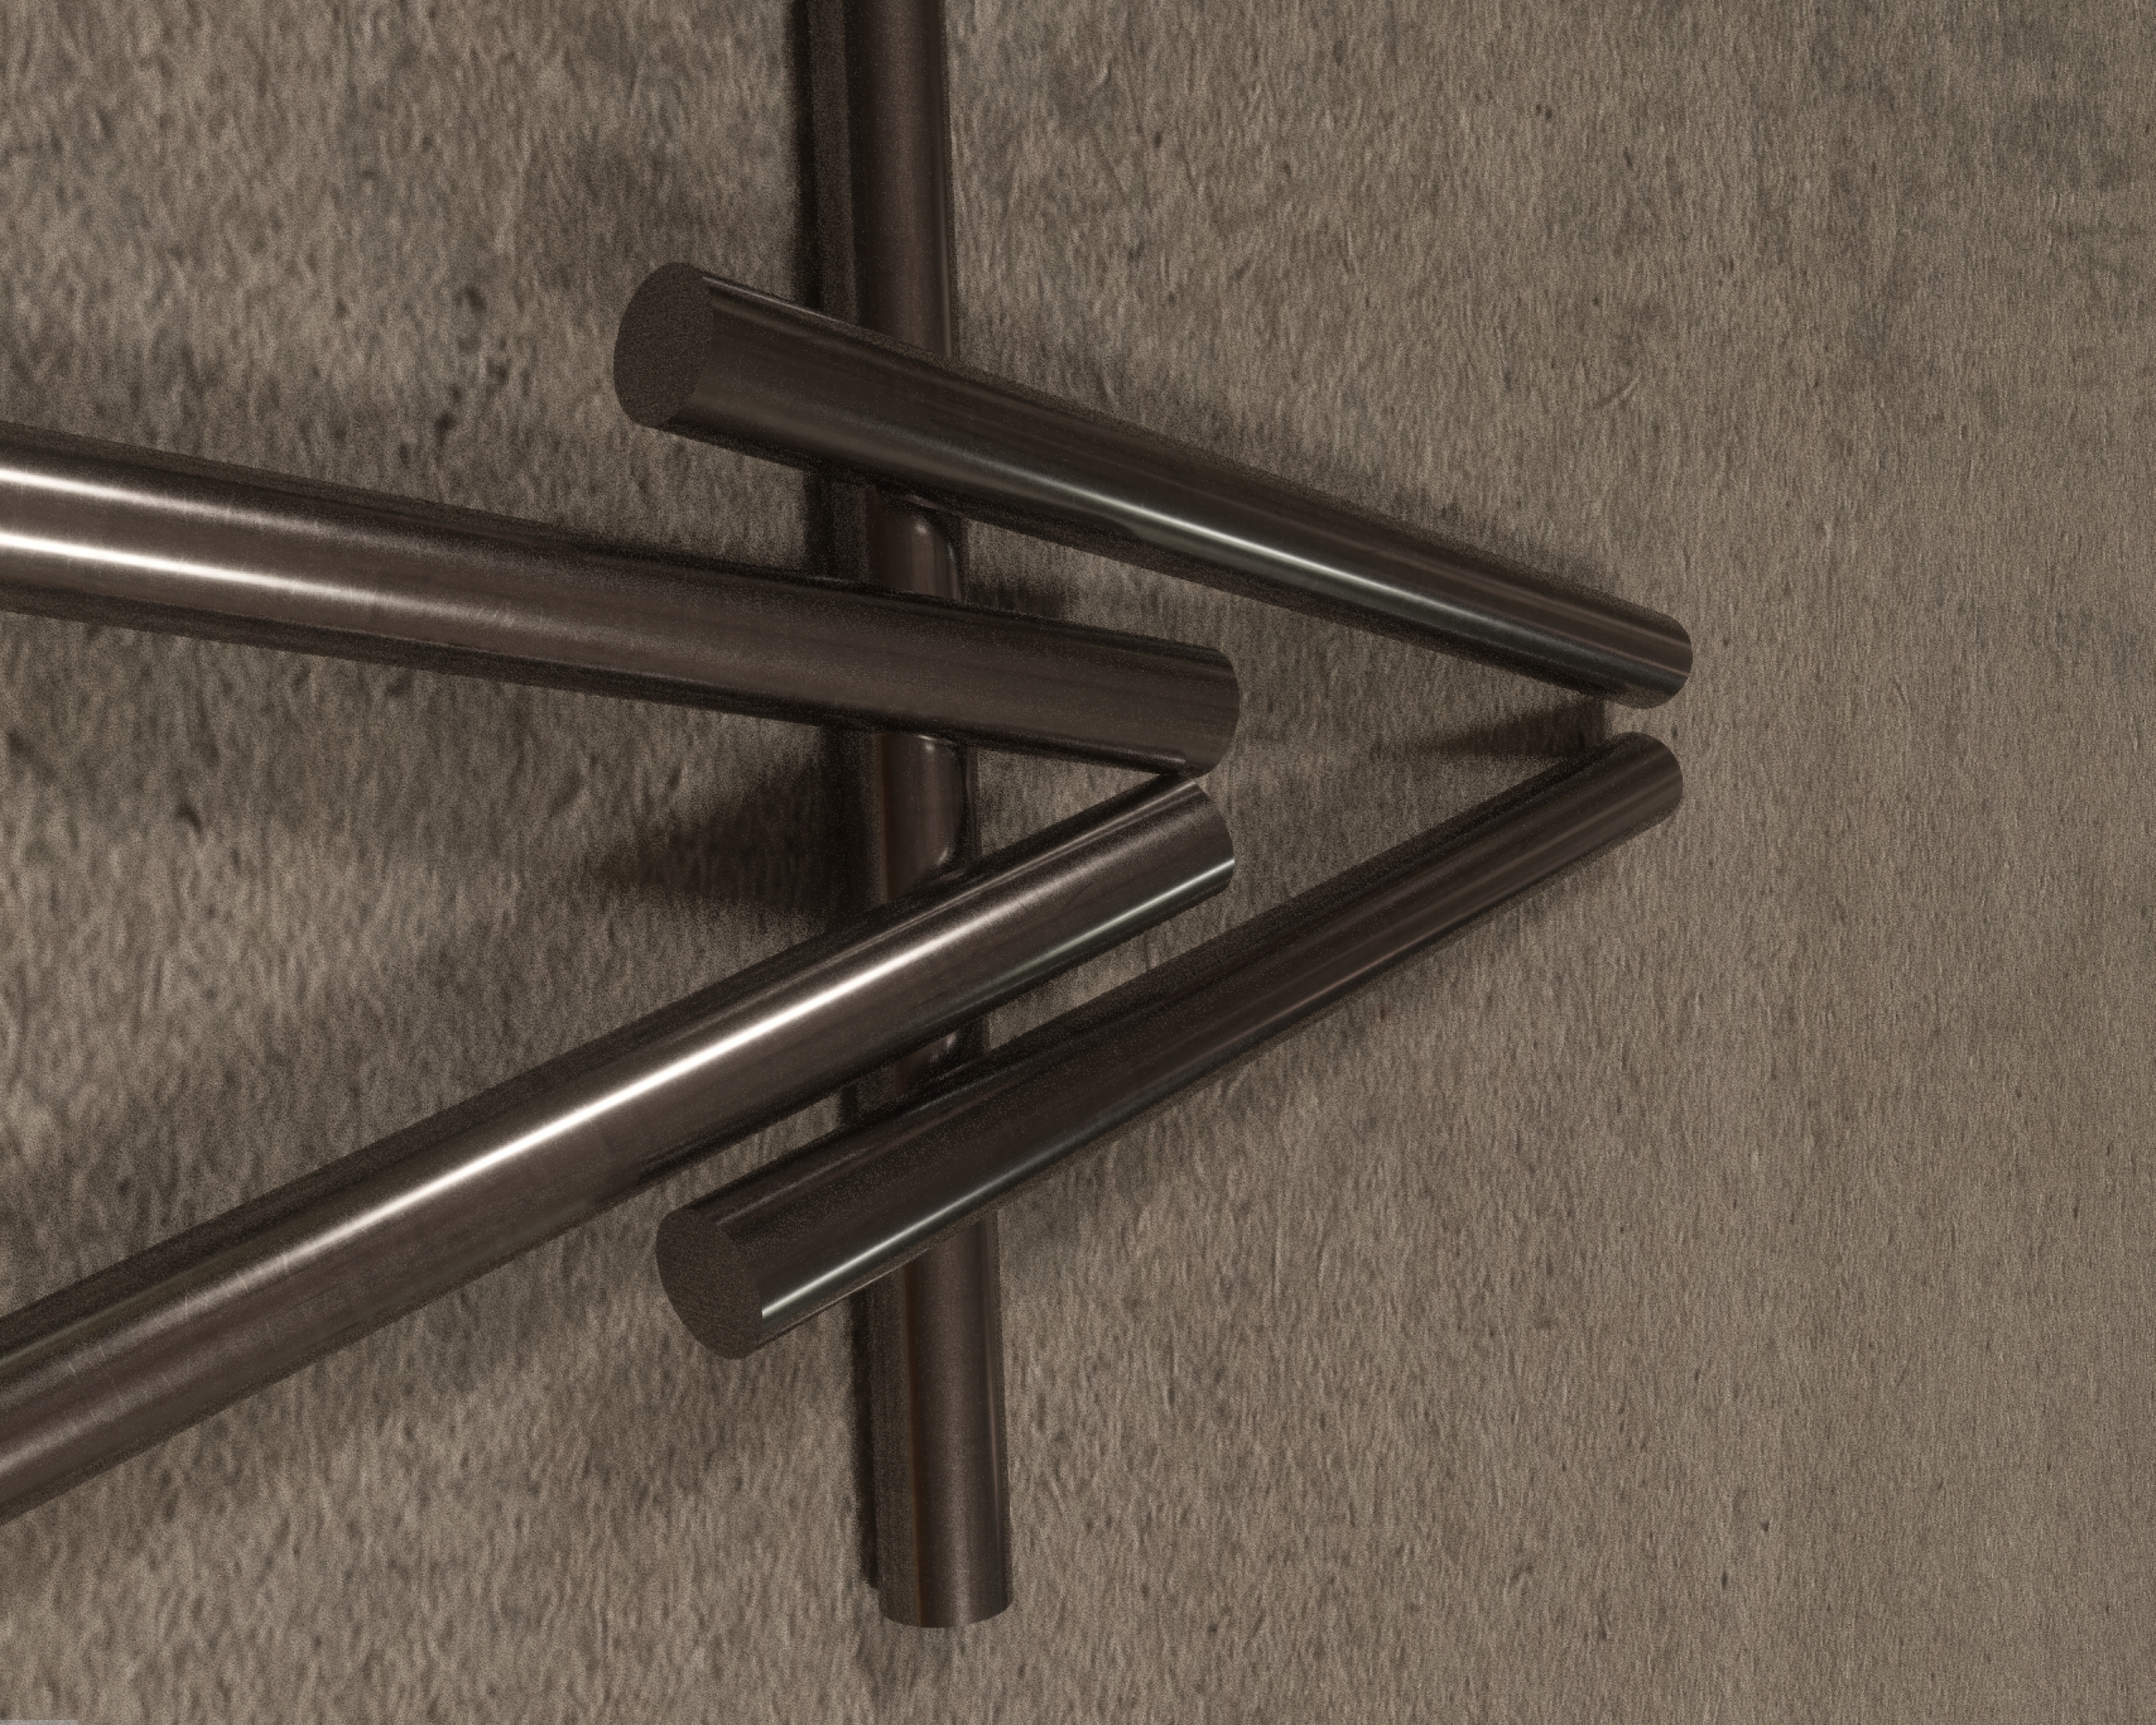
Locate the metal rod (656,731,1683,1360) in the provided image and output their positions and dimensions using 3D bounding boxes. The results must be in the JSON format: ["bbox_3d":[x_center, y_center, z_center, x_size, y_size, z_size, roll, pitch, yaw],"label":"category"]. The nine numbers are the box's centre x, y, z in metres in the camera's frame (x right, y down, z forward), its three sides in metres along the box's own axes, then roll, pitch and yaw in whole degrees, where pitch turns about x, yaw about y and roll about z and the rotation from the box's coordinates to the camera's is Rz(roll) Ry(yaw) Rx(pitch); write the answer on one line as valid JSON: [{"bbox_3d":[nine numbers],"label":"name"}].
[{"bbox_3d":[0.043,0.022,0.424,0.302,0.025,0.025,-23,105,-44],"label":"metal rod"}]

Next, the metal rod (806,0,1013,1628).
[{"bbox_3d":[-0.031,-0.012,0.382,0.025,0.025,0.298,-4,93,-40],"label":"metal rod"}]

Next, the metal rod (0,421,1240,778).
[{"bbox_3d":[-0.102,-0.041,0.304,0.302,0.025,0.025,6,86,-34],"label":"metal rod"}]

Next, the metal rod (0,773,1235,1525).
[{"bbox_3d":[-0.095,0.051,0.309,0.302,0.025,0.025,-26,107,-32],"label":"metal rod"}]

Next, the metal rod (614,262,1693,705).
[{"bbox_3d":[0.041,-0.064,0.422,0.302,0.025,0.025,7,86,-46],"label":"metal rod"}]
